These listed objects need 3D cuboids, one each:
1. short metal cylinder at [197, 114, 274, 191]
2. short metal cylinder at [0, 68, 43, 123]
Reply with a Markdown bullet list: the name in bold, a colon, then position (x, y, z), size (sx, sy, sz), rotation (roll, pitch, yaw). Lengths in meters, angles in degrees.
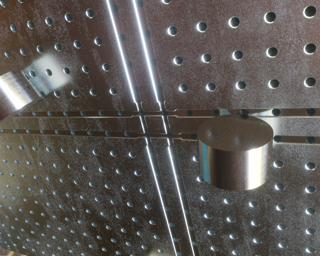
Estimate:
- **short metal cylinder**: position (0.083, 0.025, 0.347), size (0.080, 0.080, 0.050), rotation (7, 121, 24)
- **short metal cylinder**: position (-0.226, -0.046, 0.463), size (0.080, 0.080, 0.050), rotation (-24, 106, 36)
